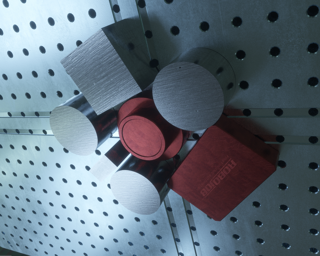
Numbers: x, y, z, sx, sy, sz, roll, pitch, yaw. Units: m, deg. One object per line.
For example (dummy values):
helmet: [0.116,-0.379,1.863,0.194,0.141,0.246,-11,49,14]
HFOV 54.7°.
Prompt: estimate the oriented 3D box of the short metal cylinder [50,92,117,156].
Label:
short metal cylinder: [-0.110,-0.007,0.448,0.080,0.050,0.079,13,124,21]

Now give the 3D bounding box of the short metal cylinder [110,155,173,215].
short metal cylinder: [-0.026,0.080,0.458,0.080,0.050,0.079,13,124,21]

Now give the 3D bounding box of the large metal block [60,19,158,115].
large metal block: [-0.061,-0.073,0.382,0.080,0.050,0.080,-23,106,36]

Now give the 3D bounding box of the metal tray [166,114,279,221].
metal tray: [0.076,0.055,0.401,0.090,0.030,0.129,35,129,5]

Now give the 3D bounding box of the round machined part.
round machined part: [-0.015,0.004,0.410,0.098,0.042,0.097,13,124,21]

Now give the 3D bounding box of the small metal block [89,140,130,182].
small metal block: [-0.071,0.047,0.460,0.025,0.050,0.050,45,129,-3]

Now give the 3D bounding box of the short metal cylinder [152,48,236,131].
short metal cylinder: [0.039,-0.043,0.347,0.080,0.050,0.079,13,124,21]
